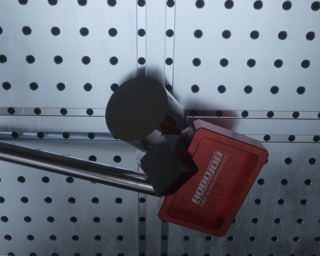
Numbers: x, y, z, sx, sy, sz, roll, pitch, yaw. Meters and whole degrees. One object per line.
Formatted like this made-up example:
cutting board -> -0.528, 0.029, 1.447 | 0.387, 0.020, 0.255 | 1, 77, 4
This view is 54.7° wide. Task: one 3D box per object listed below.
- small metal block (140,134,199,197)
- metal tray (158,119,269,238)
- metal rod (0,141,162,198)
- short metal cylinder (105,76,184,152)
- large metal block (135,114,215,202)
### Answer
small metal block -> 0.009, 0.042, 0.352 | 0.025, 0.050, 0.050 | 4, 137, -43
metal tray -> 0.061, 0.064, 0.379 | 0.091, 0.030, 0.129 | 19, 109, -7
metal rod -> -0.142, 0.043, 0.396 | 0.302, 0.025, 0.025 | 12, 110, 7
short metal cylinder -> -0.018, -0.015, 0.372 | 0.080, 0.080, 0.050 | -33, 150, 11
large metal block -> 0.025, 0.042, 0.414 | 0.080, 0.050, 0.080 | -34, 107, 11
